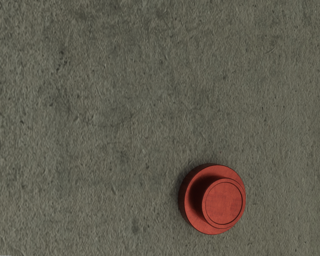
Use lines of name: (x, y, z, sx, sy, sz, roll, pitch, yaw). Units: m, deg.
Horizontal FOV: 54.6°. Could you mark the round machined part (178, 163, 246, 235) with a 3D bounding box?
round machined part: (0.078, 0.100, 0.429, 0.099, 0.042, 0.097, 0, 90, -20)
